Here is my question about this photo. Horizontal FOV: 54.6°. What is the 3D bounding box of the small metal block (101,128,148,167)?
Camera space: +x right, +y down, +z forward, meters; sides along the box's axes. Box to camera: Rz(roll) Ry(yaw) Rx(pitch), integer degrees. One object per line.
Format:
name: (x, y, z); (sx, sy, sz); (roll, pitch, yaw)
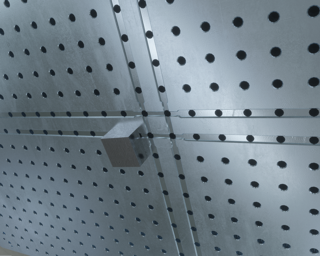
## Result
small metal block: (-0.052, 0.030, 0.458); (0.050, 0.025, 0.050); (-5, 116, 30)
